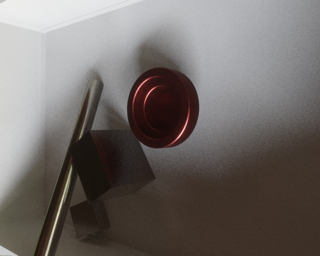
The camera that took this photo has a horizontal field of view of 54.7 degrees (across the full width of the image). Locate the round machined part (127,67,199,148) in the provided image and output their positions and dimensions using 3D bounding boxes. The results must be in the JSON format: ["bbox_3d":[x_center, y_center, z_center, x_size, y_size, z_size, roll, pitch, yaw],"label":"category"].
[{"bbox_3d":[0.008,-0.024,0.387,0.098,0.042,0.097,0,90,39],"label":"round machined part"}]

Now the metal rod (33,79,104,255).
[{"bbox_3d":[-0.125,0.063,0.425,0.025,0.025,0.299,-13,56,39],"label":"metal rod"}]

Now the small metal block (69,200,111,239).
[{"bbox_3d":[-0.112,0.142,0.491,0.050,0.025,0.050,-27,73,27],"label":"small metal block"}]

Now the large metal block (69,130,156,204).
[{"bbox_3d":[-0.064,0.049,0.421,0.050,0.081,0.080,-39,67,33],"label":"large metal block"}]
